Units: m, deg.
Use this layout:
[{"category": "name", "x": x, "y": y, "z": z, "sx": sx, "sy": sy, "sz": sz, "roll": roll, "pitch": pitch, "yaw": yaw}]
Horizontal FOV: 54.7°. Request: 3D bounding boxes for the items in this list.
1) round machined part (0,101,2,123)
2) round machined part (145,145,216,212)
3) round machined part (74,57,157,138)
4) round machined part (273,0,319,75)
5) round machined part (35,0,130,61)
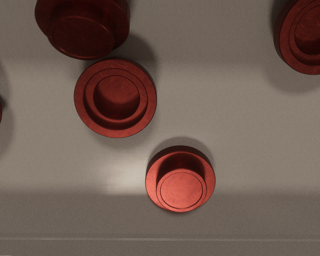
[{"category": "round machined part", "x": -0.249, "y": -0.024, "z": 0.375, "sx": 0.099, "sy": 0.042, "sz": 0.097, "roll": -11, "pitch": 112, "yaw": -29}, {"category": "round machined part", "x": 0.028, "y": 0.077, "z": 0.431, "sx": 0.099, "sy": 0.042, "sz": 0.097, "roll": 0, "pitch": 110, "yaw": -1}, {"category": "round machined part", "x": -0.053, "y": -0.040, "z": 0.387, "sx": 0.099, "sy": 0.042, "sz": 0.097, "roll": 0, "pitch": 110, "yaw": -1}, {"category": "round machined part", "x": 0.180, "y": -0.115, "z": 0.358, "sx": 0.099, "sy": 0.042, "sz": 0.097, "roll": 0, "pitch": 119, "yaw": 0}, {"category": "round machined part", "x": -0.082, "y": -0.109, "z": 0.331, "sx": 0.099, "sy": 0.042, "sz": 0.098, "roll": 0, "pitch": 155, "yaw": 0}]
